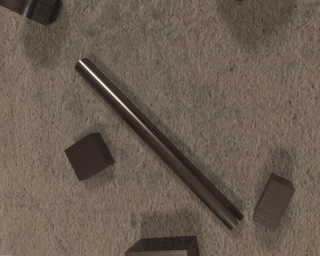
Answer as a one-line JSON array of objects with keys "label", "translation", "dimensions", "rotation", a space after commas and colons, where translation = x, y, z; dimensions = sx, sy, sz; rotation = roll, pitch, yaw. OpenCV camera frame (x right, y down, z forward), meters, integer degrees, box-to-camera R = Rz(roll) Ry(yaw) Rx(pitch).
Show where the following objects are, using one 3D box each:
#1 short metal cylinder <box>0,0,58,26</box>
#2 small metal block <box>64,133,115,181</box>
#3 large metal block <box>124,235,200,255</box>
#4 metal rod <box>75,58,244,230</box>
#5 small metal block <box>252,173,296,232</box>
[{"label": "short metal cylinder", "translation": [-0.194, -0.188, 0.446], "dimensions": [0.080, 0.080, 0.050], "rotation": [28, 99, 17]}, {"label": "small metal block", "translation": [-0.101, 0.041, 0.443], "dimensions": [0.050, 0.025, 0.050], "rotation": [-32, 80, 17]}, {"label": "large metal block", "translation": [0.008, 0.187, 0.392], "dimensions": [0.080, 0.050, 0.080], "rotation": [-10, 87, 19]}, {"label": "metal rod", "translation": [-0.010, 0.012, 0.411], "dimensions": [0.300, 0.025, 0.025], "rotation": [45, 104, 14]}, {"label": "small metal block", "translation": [0.128, 0.082, 0.350], "dimensions": [0.025, 0.050, 0.050], "rotation": [25, 98, 18]}]
